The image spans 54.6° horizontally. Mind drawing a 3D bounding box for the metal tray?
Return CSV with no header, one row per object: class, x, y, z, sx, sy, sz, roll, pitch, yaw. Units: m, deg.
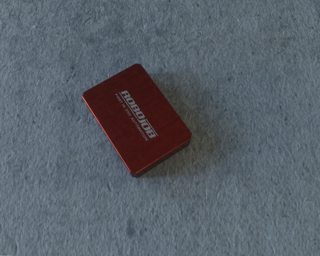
metal tray,-0.031,-0.012,0.410,0.090,0.030,0.130,-32,73,-11
